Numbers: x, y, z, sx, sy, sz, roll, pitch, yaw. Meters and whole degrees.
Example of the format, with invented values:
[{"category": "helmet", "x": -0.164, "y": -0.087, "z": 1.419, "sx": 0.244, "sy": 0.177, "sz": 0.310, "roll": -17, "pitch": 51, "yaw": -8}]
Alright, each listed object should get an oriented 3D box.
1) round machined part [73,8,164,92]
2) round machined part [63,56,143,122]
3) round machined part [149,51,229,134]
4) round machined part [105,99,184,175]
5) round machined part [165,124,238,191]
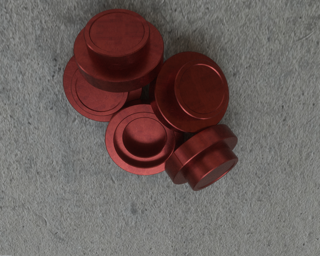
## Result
[{"category": "round machined part", "x": -0.045, "y": -0.090, "z": 0.337, "sx": 0.099, "sy": 0.098, "sz": 0.042, "roll": 1, "pitch": 152, "yaw": -1}, {"category": "round machined part", "x": -0.071, "y": -0.053, "z": 0.383, "sx": 0.099, "sy": 0.042, "sz": 0.097, "roll": 0, "pitch": 110, "yaw": -1}, {"category": "round machined part", "x": 0.040, "y": -0.043, "z": 0.364, "sx": 0.099, "sy": 0.042, "sz": 0.097, "roll": 1, "pitch": 86, "yaw": -21}, {"category": "round machined part", "x": -0.019, "y": 0.009, "z": 0.405, "sx": 0.099, "sy": 0.042, "sz": 0.097, "roll": 0, "pitch": 110, "yaw": -1}, {"category": "round machined part", "x": 0.058, "y": 0.043, "z": 0.389, "sx": 0.098, "sy": 0.098, "sz": 0.042, "roll": -41, "pitch": 65, "yaw": 13}]
